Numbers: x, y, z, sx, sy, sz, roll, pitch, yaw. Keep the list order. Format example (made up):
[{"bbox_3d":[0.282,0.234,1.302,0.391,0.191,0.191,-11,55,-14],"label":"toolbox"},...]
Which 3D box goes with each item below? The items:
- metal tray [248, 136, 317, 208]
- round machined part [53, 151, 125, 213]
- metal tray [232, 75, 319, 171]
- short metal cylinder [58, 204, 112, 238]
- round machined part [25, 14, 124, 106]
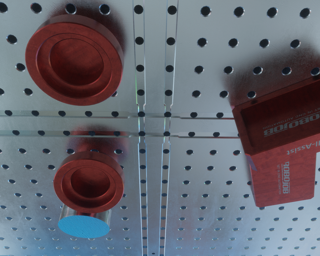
[{"bbox_3d":[0.182,0.064,0.466,0.090,0.030,0.129,-13,129,10],"label":"metal tray"},{"bbox_3d":[-0.100,0.074,0.454,0.099,0.042,0.097,-1,118,-1],"label":"round machined part"},{"bbox_3d":[0.158,-0.010,0.363,0.130,0.090,0.030,-21,127,17],"label":"metal tray"},{"bbox_3d":[-0.120,0.139,0.507,0.081,0.050,0.080,1,137,1],"label":"short metal cylinder"},{"bbox_3d":[-0.088,-0.075,0.335,0.099,0.042,0.097,-1,130,0],"label":"round machined part"}]
